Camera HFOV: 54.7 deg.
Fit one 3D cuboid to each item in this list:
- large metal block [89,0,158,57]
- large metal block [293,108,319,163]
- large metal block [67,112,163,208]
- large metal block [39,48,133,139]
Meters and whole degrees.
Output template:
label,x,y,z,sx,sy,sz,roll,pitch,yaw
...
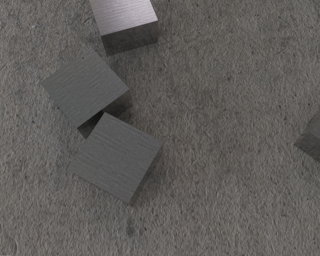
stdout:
label,x,y,z,sx,sy,sz,roll,pitch,yaw
large metal block,-0.054,-0.162,0.453,0.080,0.050,0.080,-18,71,-7
large metal block,0.235,0.009,0.393,0.080,0.050,0.080,38,74,12
large metal block,-0.051,0.040,0.380,0.080,0.050,0.080,27,72,9
large metal block,-0.094,-0.044,0.410,0.080,0.050,0.080,-39,75,-13
